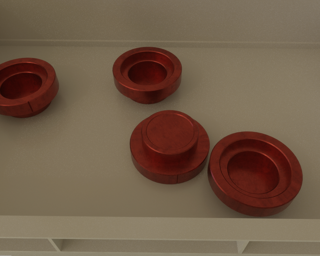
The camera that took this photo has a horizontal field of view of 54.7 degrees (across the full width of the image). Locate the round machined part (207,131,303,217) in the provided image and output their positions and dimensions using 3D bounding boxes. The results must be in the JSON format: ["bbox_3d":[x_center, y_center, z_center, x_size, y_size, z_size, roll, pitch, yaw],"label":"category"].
[{"bbox_3d":[0.103,0.054,0.349,0.099,0.042,0.098,0,50,0],"label":"round machined part"}]

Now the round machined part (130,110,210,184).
[{"bbox_3d":[0.012,0.016,0.380,0.099,0.042,0.098,0,50,0],"label":"round machined part"}]

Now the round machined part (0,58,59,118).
[{"bbox_3d":[-0.192,-0.052,0.436,0.099,0.042,0.098,0,50,0],"label":"round machined part"}]

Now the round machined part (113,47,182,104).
[{"bbox_3d":[-0.018,-0.073,0.455,0.099,0.042,0.098,0,50,0],"label":"round machined part"}]
